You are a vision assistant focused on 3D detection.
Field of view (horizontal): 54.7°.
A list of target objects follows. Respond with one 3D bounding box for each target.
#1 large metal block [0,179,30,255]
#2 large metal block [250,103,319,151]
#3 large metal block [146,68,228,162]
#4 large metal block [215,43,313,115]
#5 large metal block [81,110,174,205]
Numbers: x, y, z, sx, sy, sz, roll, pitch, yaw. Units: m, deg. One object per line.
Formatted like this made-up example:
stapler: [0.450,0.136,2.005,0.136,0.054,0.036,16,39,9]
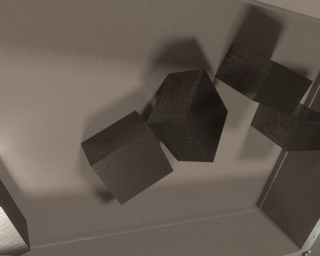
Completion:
large metal block: [-0.206,0.116,0.352,0.081,0.050,0.080,-22,127,-16]
large metal block: [0.206,-0.007,0.485,0.081,0.080,0.050,1,118,-30]
large metal block: [0.038,-0.014,0.381,0.080,0.050,0.080,52,49,-40]
large metal block: [0.135,-0.065,0.409,0.081,0.080,0.050,13,111,-34]
large metal block: [-0.040,0.038,0.395,0.080,0.050,0.080,-32,129,-8]
